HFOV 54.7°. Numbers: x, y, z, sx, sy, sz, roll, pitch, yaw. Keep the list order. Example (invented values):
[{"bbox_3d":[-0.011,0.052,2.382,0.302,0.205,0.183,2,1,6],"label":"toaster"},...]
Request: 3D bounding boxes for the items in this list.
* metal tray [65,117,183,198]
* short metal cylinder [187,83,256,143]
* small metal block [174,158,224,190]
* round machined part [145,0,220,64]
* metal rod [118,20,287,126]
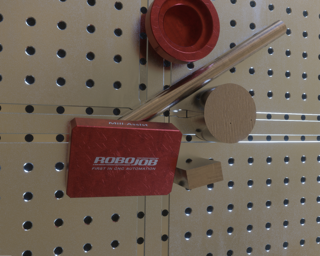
[{"bbox_3d":[-0.044,0.037,0.380,0.131,0.030,0.089,3,108,-21],"label":"metal tray"},{"bbox_3d":[0.085,-0.020,0.432,0.081,0.050,0.079,0,90,-20],"label":"short metal cylinder"},{"bbox_3d":[0.049,0.060,0.419,0.050,0.050,0.025,-11,94,-20],"label":"small metal block"},{"bbox_3d":[0.027,-0.134,0.414,0.099,0.042,0.097,0,90,-21],"label":"round machined part"},{"bbox_3d":[0.067,-0.077,0.438,0.302,0.025,0.025,-34,101,-17],"label":"metal rod"}]
